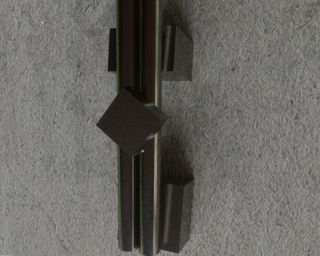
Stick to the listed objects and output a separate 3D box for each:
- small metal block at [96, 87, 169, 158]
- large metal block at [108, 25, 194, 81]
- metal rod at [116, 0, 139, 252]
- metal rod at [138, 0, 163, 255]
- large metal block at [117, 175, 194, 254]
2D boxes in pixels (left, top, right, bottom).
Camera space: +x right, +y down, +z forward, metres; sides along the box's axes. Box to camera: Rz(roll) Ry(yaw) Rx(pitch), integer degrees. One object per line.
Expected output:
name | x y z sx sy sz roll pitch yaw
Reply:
small metal block | -0.028 -0.007 0.316 0.050 0.025 0.050 41 109 9
large metal block | -0.008 -0.089 0.384 0.080 0.080 0.050 4 91 20
metal rod | -0.035 -0.008 0.345 0.025 0.025 0.298 3 98 20
metal rod | -0.011 -0.007 0.336 0.025 0.025 0.298 3 98 20
large metal block | -0.004 0.104 0.398 0.080 0.050 0.079 5 92 20
